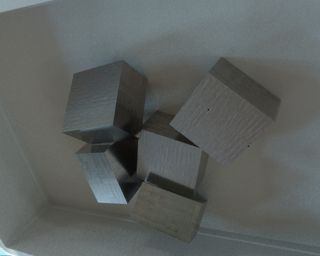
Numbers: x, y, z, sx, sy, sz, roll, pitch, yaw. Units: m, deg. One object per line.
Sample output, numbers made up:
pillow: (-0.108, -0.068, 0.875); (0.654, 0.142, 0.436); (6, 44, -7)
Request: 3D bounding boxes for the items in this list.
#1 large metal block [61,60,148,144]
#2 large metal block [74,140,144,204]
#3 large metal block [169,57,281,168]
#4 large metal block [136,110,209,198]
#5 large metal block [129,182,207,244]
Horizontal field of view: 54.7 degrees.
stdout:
large metal block: (-0.066, -0.028, 0.380); (0.080, 0.080, 0.050); (-7, 157, 32)
large metal block: (-0.059, 0.047, 0.430); (0.050, 0.080, 0.080); (-6, 116, 30)
large metal block: (0.071, -0.017, 0.342); (0.080, 0.050, 0.080); (37, 129, 2)
large metal block: (0.018, 0.033, 0.401); (0.080, 0.050, 0.079); (18, 125, 17)
large metal block: (0.015, 0.112, 0.423); (0.080, 0.080, 0.050); (17, 83, 16)
